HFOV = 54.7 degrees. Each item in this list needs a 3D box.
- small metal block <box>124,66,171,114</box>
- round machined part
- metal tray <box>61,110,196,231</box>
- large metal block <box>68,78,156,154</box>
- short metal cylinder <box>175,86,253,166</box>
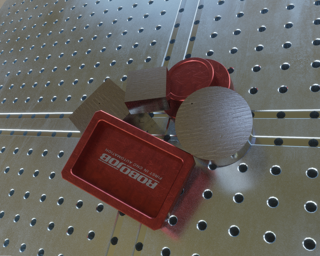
[{"bbox_3d":[-0.014,-0.047,0.385,0.050,0.025,0.050,-6,55,12],"label":"small metal block"},{"bbox_3d":[0.043,-0.054,0.407,0.098,0.042,0.098,-13,56,21],"label":"round machined part"},{"bbox_3d":[-0.036,0.046,0.359,0.130,0.030,0.090,26,82,14],"label":"metal tray"},{"bbox_3d":[-0.068,-0.011,0.435,0.080,0.050,0.080,-46,51,-4],"label":"large metal block"},{"bbox_3d":[0.062,0.000,0.345,0.080,0.050,0.080,-4,75,16],"label":"short metal cylinder"}]
